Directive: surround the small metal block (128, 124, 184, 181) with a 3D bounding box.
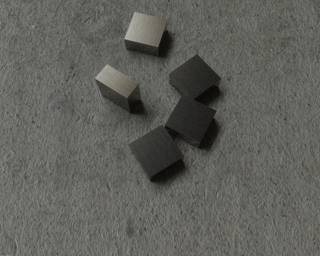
[{"bbox_3d":[-0.005,0.032,0.396,0.050,0.025,0.050,-31,73,-11],"label":"small metal block"}]

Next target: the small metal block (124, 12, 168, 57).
[{"bbox_3d":[-0.020,-0.139,0.458,0.050,0.025,0.050,15,71,5],"label":"small metal block"}]

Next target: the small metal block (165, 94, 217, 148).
[{"bbox_3d":[0.040,-0.009,0.411,0.050,0.025,0.050,27,72,9],"label":"small metal block"}]

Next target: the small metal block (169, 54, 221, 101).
[{"bbox_3d":[0.048,-0.066,0.433,0.050,0.025,0.050,-37,74,-13],"label":"small metal block"}]

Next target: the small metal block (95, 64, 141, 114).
[{"bbox_3d":[-0.054,-0.051,0.413,0.050,0.050,0.025,32,73,11],"label":"small metal block"}]
